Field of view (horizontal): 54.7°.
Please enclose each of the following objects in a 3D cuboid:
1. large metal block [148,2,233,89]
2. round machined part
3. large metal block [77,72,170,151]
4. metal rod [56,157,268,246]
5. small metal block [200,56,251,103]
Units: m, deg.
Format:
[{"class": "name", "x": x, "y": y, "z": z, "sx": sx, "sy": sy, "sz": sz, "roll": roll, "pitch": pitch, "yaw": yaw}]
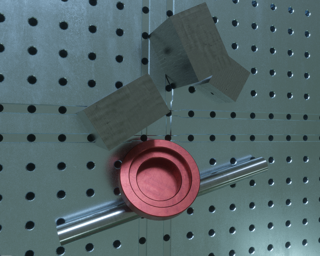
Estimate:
[{"class": "large metal block", "x": 0.035, "y": -0.100, "z": 0.396, "sx": 0.050, "sy": 0.080, "sz": 0.080, "roll": -29, "pitch": 100, "yaw": -18}, {"class": "round machined part", "x": -0.003, "y": 0.067, "z": 0.389, "sx": 0.099, "sy": 0.042, "sz": 0.098, "roll": 5, "pitch": 61, "yaw": -10}, {"class": "large metal block", "x": -0.047, "y": -0.018, "z": 0.366, "sx": 0.080, "sy": 0.080, "sz": 0.050, "roll": -33, "pitch": 101, "yaw": -17}, {"class": "metal rod", "x": 0.018, "y": 0.092, "z": 0.419, "sx": 0.302, "sy": 0.025, "sz": 0.025, "roll": -15, "pitch": 95, "yaw": -20}, {"class": "small metal block", "x": 0.094, "y": -0.071, "z": 0.447, "sx": 0.050, "sy": 0.025, "sz": 0.050, "roll": 32, "pitch": 80, "yaw": -17}]
